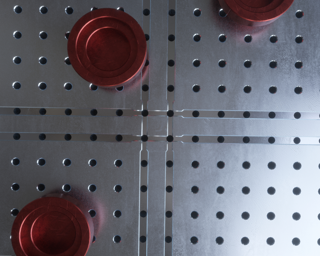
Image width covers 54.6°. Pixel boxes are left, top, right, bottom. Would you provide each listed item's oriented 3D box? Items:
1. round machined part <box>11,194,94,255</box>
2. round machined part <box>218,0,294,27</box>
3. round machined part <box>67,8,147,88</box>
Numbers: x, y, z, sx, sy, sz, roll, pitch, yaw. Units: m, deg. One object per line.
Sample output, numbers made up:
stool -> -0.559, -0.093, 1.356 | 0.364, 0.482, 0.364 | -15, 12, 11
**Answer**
round machined part -> -0.135, 0.134, 0.404 | 0.099, 0.042, 0.097 | 0, 90, 0
round machined part -> 0.123, -0.181, 0.405 | 0.099, 0.042, 0.097 | 0, 90, 0
round machined part -> -0.066, -0.100, 0.404 | 0.099, 0.042, 0.097 | 0, 90, 0
